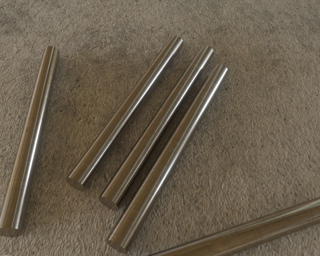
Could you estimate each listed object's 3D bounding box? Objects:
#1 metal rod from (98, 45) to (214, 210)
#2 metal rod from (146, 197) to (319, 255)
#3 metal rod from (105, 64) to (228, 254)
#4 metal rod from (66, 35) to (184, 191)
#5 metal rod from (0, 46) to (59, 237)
[{"bbox_3d":[0.011,-0.022,0.421,0.025,0.025,0.301,21,53,16],"label":"metal rod"},{"bbox_3d":[0.053,0.117,0.304,0.302,0.025,0.025,-14,52,-12],"label":"metal rod"},{"bbox_3d":[0.025,0.014,0.391,0.025,0.025,0.301,21,53,17],"label":"metal rod"},{"bbox_3d":[-0.034,-0.041,0.437,0.025,0.025,0.301,19,52,15],"label":"metal rod"},{"bbox_3d":[-0.164,-0.009,0.409,0.025,0.025,0.300,-3,50,-3],"label":"metal rod"}]
